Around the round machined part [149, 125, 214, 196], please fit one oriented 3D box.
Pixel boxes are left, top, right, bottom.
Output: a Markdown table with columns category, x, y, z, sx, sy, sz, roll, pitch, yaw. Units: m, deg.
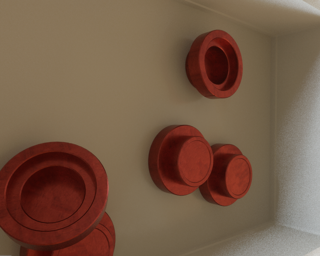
| category | x | y | z | sx | sy | sz | roll | pitch | yaw |
| --- | --- | --- | --- | --- | --- | --- | --- | --- | --- |
| round machined part | 0.036 | 0.044 | 0.425 | 0.099 | 0.042 | 0.097 | 0 | 90 | -40 |

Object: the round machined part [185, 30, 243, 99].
| category | x | y | z | sx | sy | sz | roll | pitch | yaw |
| --- | --- | --- | --- | --- | --- | --- | --- | --- | --- |
| round machined part | 0.076 | -0.091 | 0.459 | 0.099 | 0.042 | 0.097 | 0 | 90 | -40 |

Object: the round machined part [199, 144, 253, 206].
| category | x | y | z | sx | sy | sz | roll | pitch | yaw |
| --- | --- | --- | --- | --- | --- | --- | --- | --- | --- |
| round machined part | 0.108 | 0.074 | 0.486 | 0.099 | 0.042 | 0.097 | 0 | 90 | -40 |

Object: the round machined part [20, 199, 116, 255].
| category | x | y | z | sx | sy | sz | roll | pitch | yaw |
| --- | --- | --- | --- | --- | --- | --- | --- | --- | --- |
| round machined part | -0.088 | 0.127 | 0.322 | 0.099 | 0.042 | 0.097 | 0 | 90 | -40 |

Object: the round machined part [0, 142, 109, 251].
| category | x | y | z | sx | sy | sz | roll | pitch | yaw |
| --- | --- | --- | --- | --- | --- | --- | --- | --- | --- |
| round machined part | -0.099 | 0.065 | 0.291 | 0.099 | 0.042 | 0.098 | 6 | 55 | -8 |
